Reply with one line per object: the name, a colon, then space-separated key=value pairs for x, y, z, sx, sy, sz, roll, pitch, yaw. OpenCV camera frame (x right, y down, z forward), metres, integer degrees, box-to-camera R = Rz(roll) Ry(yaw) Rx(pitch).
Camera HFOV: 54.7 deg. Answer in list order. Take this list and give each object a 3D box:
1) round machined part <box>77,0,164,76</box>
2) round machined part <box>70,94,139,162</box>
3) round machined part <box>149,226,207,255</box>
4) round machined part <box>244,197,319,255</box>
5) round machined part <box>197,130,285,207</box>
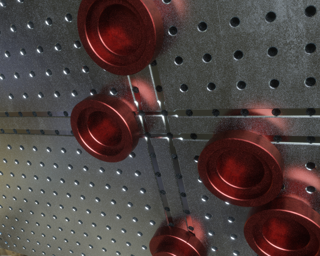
round machined part: x=-0.040 y=-0.113 z=0.351 sx=0.098 sy=0.042 sz=0.097 roll=13 pitch=124 yaw=20
round machined part: x=-0.072 y=-0.003 z=0.434 sx=0.098 sy=0.042 sz=0.097 roll=13 pitch=124 yaw=20
round machined part: x=0.026 y=0.216 z=0.519 sx=0.098 sy=0.042 sz=0.097 roll=13 pitch=124 yaw=20
round machined part: x=0.161 y=0.127 z=0.394 sx=0.098 sy=0.042 sz=0.097 roll=13 pitch=124 yaw=20
round machined part: x=0.099 y=0.044 z=0.375 sx=0.098 sy=0.042 sz=0.097 roll=13 pitch=124 yaw=20
